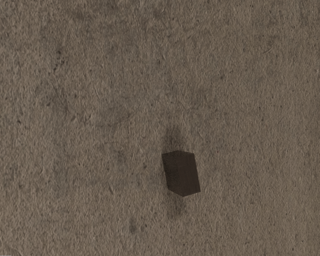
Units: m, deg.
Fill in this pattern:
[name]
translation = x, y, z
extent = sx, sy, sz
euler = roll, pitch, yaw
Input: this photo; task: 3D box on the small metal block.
[small metal block]
translation = 0.027, 0.058, 0.407
extent = 0.025, 0.050, 0.050
euler = -12, 94, -20
